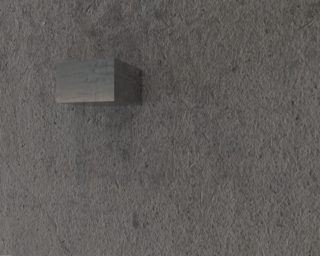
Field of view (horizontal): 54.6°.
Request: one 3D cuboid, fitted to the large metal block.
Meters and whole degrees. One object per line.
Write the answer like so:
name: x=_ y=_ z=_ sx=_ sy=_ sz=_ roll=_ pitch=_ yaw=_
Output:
large metal block: x=-0.077 y=-0.056 z=0.407 sx=0.080 sy=0.080 sz=0.050 roll=0 pitch=90 yaw=20
